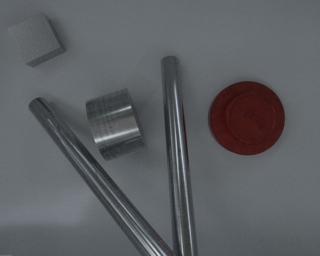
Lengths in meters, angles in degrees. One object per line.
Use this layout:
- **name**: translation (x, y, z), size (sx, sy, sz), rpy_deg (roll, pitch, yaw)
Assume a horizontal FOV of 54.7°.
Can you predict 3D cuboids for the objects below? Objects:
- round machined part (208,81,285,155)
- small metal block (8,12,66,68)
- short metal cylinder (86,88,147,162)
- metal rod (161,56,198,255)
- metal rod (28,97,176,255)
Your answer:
- **round machined part**: translation (0.115, -0.013, 0.404), size (0.099, 0.042, 0.097), rpy_deg (0, 90, -1)
- **small metal block**: translation (-0.162, -0.115, 0.409), size (0.050, 0.025, 0.050), rpy_deg (-26, 90, -1)
- **short metal cylinder**: translation (-0.052, -0.004, 0.383), size (0.050, 0.080, 0.080), rpy_deg (-18, 90, 0)
- **metal rod**: translation (0.021, 0.047, 0.352), size (0.025, 0.025, 0.299), rpy_deg (-3, 66, 0)
- **metal rod**: translation (-0.066, 0.061, 0.343), size (0.025, 0.025, 0.300), rpy_deg (-46, 63, 0)
